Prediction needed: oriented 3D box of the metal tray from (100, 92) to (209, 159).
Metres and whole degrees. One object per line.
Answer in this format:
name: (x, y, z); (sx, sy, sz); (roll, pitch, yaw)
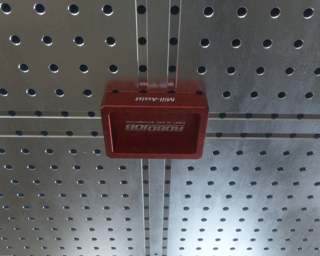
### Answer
metal tray: (-0.007, -0.001, 0.407); (0.131, 0.030, 0.089); (1, 130, -1)
